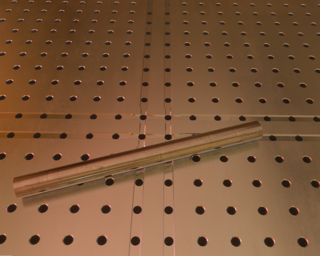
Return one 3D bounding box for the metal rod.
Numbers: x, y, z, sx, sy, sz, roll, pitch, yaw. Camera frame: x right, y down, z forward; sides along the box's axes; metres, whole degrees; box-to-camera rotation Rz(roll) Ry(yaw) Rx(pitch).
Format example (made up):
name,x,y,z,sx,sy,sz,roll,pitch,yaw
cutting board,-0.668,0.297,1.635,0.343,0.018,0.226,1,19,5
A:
name,x,y,z,sx,sy,sz,roll,pitch,yaw
metal rod,-0.016,0.035,0.377,0.302,0.025,0.025,-13,51,-11
